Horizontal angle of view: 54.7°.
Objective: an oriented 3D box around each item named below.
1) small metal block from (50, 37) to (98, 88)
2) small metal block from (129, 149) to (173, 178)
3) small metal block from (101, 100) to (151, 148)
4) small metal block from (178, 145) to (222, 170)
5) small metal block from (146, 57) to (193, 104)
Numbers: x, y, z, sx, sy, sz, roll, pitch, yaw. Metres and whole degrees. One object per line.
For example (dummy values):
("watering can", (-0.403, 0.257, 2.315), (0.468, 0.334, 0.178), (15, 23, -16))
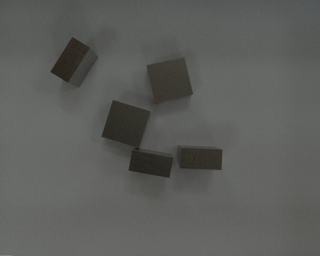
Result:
("small metal block", (-0.108, -0.082, 0.398), (0.025, 0.050, 0.050), (32, 90, 0))
("small metal block", (-0.011, 0.043, 0.399), (0.050, 0.050, 0.025), (10, 90, 0))
("small metal block", (-0.044, -0.005, 0.411), (0.050, 0.025, 0.050), (17, 90, 0))
("small metal block", (0.050, 0.037, 0.399), (0.050, 0.050, 0.025), (3, 90, 0))
("small metal block", (0.013, -0.062, 0.411), (0.050, 0.025, 0.050), (-13, 90, 0))
